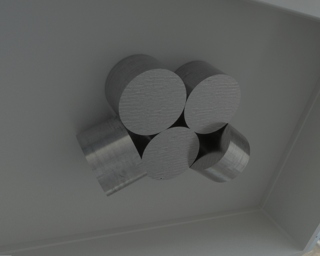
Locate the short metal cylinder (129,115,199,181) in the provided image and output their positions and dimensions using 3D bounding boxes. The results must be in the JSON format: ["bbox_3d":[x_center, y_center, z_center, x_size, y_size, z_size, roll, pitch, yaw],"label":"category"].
[{"bbox_3d":[0.004,0.021,0.406,0.081,0.050,0.079,-14,124,-21],"label":"short metal cylinder"}]

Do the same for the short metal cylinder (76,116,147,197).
[{"bbox_3d":[-0.056,0.032,0.360,0.050,0.080,0.080,-27,128,-11],"label":"short metal cylinder"}]

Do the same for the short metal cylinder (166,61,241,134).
[{"bbox_3d":[0.054,-0.039,0.396,0.081,0.050,0.079,-14,124,-21],"label":"short metal cylinder"}]

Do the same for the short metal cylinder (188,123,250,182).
[{"bbox_3d":[0.076,0.030,0.430,0.050,0.080,0.080,34,99,-38],"label":"short metal cylinder"}]

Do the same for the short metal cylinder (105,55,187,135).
[{"bbox_3d":[-0.017,-0.038,0.357,0.081,0.050,0.079,-14,124,-21],"label":"short metal cylinder"}]
